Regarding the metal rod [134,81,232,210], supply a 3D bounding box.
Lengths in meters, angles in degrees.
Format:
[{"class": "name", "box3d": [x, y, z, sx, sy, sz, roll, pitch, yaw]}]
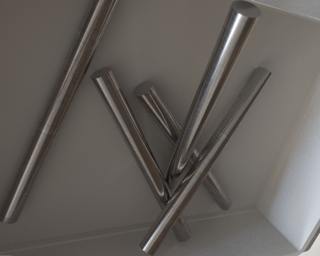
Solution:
[{"class": "metal rod", "box3d": [0.049, 0.045, 0.465, 0.025, 0.025, 0.300, -39, 130, -2]}]

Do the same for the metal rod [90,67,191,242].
[{"class": "metal rod", "box3d": [-0.013, 0.056, 0.417, 0.025, 0.025, 0.299, -30, 123, -10]}]

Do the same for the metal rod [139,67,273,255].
[{"class": "metal rod", "box3d": [0.066, 0.043, 0.434, 0.025, 0.025, 0.300, 38, 85, -39]}]

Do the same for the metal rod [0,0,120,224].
[{"class": "metal rod", "box3d": [-0.113, -0.018, 0.335, 0.025, 0.025, 0.298, 18, 109, -36]}]

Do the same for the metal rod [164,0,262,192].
[{"class": "metal rod", "box3d": [0.040, -0.003, 0.360, 0.025, 0.025, 0.298, -12, 146, -23]}]
